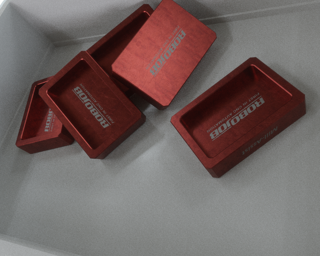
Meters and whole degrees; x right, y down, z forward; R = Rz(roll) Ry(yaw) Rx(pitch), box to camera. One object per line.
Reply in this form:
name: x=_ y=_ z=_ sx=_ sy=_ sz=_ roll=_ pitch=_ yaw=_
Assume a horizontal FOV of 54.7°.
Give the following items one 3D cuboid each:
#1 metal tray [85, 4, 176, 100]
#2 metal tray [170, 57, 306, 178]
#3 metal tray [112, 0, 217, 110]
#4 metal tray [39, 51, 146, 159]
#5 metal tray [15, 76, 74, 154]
metal tray: x=-0.042 y=-0.110 z=0.464 sx=0.130 sy=0.030 sz=0.090 roll=-38 pitch=78 yaw=4
metal tray: x=0.088 y=-0.015 z=0.364 sx=0.130 sy=0.030 sz=0.090 roll=-37 pitch=51 yaw=3
metal tray: x=0.006 y=-0.101 z=0.426 sx=0.090 sy=0.030 sz=0.130 roll=36 pitch=79 yaw=-5
metal tray: x=-0.095 y=-0.032 z=0.432 sx=0.090 sy=0.030 sz=0.130 roll=-42 pitch=78 yaw=2
metal tray: x=-0.179 y=-0.028 z=0.510 sx=0.090 sy=0.030 sz=0.130 roll=-13 pitch=56 yaw=20
